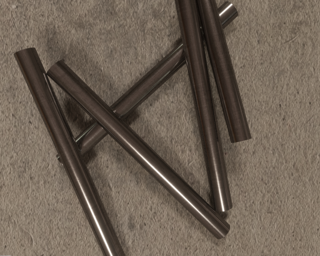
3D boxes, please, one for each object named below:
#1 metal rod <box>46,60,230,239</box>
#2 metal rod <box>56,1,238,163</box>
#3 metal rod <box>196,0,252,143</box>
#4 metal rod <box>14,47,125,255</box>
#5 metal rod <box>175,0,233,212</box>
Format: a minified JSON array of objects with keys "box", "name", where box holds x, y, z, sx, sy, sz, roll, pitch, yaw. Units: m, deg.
[{"box":[-0.021,0.032,0.391,0.025,0.025,0.300,-45,98,0],"name":"metal rod"},{"box":[-0.016,-0.057,0.409,0.300,0.025,0.025,-42,91,-1],"name":"metal rod"},{"box":[0.063,-0.129,0.384,0.025,0.025,0.298,-14,88,0],"name":"metal rod"},{"box":[-0.105,0.048,0.385,0.025,0.025,0.298,-21,100,0],"name":"metal rod"},{"box":[0.054,-0.039,0.393,0.025,0.025,0.298,-12,97,0],"name":"metal rod"}]
